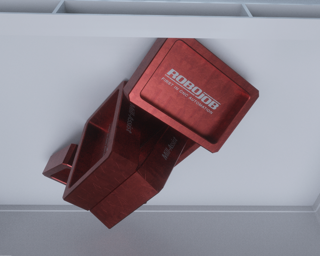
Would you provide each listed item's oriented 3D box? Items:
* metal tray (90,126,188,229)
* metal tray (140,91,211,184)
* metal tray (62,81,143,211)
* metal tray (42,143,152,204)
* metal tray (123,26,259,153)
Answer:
[{"bbox_3d":[-0.018,0.048,0.363,0.030,0.131,0.090,45,119,-5],"label":"metal tray"},{"bbox_3d":[-0.006,0.016,0.417,0.090,0.030,0.129,32,123,-25],"label":"metal tray"},{"bbox_3d":[-0.060,0.015,0.349,0.030,0.130,0.090,33,123,-24],"label":"metal tray"},{"bbox_3d":[-0.089,0.073,0.442,0.130,0.030,0.090,32,147,-25],"label":"metal tray"},{"bbox_3d":[0.037,-0.040,0.348,0.131,0.030,0.090,32,98,-24],"label":"metal tray"}]
